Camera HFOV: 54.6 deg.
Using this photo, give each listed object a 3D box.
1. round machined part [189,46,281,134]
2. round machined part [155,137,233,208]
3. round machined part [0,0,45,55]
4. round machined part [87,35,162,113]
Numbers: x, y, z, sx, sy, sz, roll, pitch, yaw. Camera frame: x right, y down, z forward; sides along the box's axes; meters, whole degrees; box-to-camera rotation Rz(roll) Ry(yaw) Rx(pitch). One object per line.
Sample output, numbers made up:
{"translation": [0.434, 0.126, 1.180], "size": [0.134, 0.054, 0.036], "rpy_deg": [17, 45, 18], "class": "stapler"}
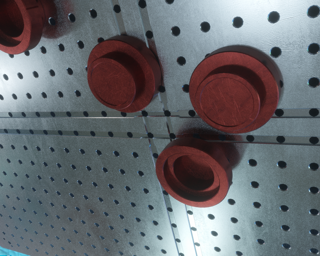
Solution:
{"translation": [0.077, -0.036, 0.338], "size": [0.098, 0.042, 0.097], "rpy_deg": [13, 124, 21], "class": "round machined part"}
{"translation": [0.047, 0.053, 0.409], "size": [0.098, 0.042, 0.097], "rpy_deg": [13, 124, 21], "class": "round machined part"}
{"translation": [-0.194, -0.151, 0.410], "size": [0.098, 0.042, 0.097], "rpy_deg": [13, 124, 21], "class": "round machined part"}
{"translation": [-0.051, -0.062, 0.390], "size": [0.098, 0.042, 0.097], "rpy_deg": [13, 124, 21], "class": "round machined part"}
